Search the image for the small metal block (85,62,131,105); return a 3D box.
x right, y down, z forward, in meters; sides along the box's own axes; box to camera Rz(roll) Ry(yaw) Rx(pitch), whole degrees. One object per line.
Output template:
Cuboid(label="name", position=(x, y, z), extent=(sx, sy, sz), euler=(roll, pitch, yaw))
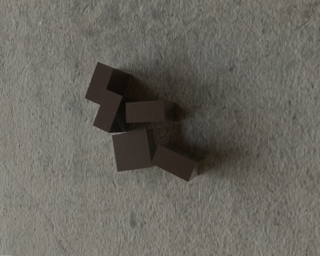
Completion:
Cuboid(label="small metal block", position=(-0.069, -0.057, 0.419), extent=(0.025, 0.050, 0.050), euler=(24, 98, 18))

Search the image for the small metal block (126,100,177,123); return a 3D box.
Cuboid(label="small metal block", position=(-0.010, -0.020, 0.398), extent=(0.050, 0.050, 0.025), euler=(-2, 89, 19))

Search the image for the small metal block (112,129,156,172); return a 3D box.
Cuboid(label="small metal block", position=(-0.033, 0.030, 0.420), extent=(0.050, 0.025, 0.050), euler=(-10, 87, 19))

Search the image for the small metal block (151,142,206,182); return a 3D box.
Cuboid(label="small metal block", position=(0.024, 0.041, 0.387), extent=(0.050, 0.050, 0.025), euler=(25, 98, 18))

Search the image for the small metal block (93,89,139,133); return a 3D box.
Cuboid(label="small metal block", position=(-0.058, -0.022, 0.415), extent=(0.025, 0.050, 0.050), euler=(24, 98, 18))
